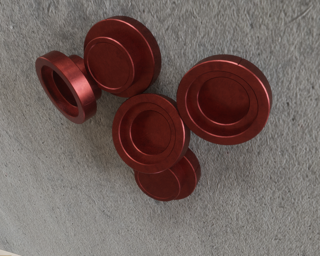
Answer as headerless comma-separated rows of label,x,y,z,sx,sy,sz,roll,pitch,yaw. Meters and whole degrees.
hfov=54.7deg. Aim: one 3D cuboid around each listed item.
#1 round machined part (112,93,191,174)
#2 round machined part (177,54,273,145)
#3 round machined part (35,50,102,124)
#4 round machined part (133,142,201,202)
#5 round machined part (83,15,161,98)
round machined part,-0.008,0.005,0.389,0.098,0.042,0.097,3,96,25
round machined part,0.071,-0.033,0.338,0.098,0.042,0.097,13,124,20
round machined part,-0.115,-0.057,0.407,0.098,0.042,0.097,33,146,27
round machined part,0.004,0.063,0.432,0.098,0.042,0.097,13,124,20
round machined part,-0.051,-0.081,0.372,0.098,0.042,0.097,13,124,20
